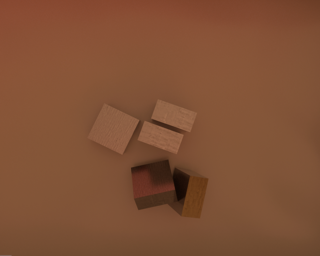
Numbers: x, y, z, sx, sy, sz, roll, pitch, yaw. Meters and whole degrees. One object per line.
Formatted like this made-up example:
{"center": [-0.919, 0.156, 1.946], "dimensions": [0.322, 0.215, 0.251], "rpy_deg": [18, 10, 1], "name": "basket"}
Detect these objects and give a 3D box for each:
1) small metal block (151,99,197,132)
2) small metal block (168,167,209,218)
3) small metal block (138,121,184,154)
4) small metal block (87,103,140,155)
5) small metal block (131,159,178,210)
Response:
{"center": [0.017, -0.015, 0.399], "dimensions": [0.050, 0.050, 0.025], "rpy_deg": [19, 90, 0], "name": "small metal block"}
{"center": [0.034, 0.082, 0.396], "dimensions": [0.025, 0.050, 0.050], "rpy_deg": [12, 90, -19], "name": "small metal block"}
{"center": [0.001, 0.011, 0.399], "dimensions": [0.050, 0.050, 0.025], "rpy_deg": [20, 90, 0], "name": "small metal block"}
{"center": [-0.060, 0.001, 0.411], "dimensions": [0.050, 0.025, 0.050], "rpy_deg": [26, 90, 0], "name": "small metal block"}
{"center": [-0.008, 0.072, 0.397], "dimensions": [0.050, 0.050, 0.025], "rpy_deg": [-12, 131, 0], "name": "small metal block"}
